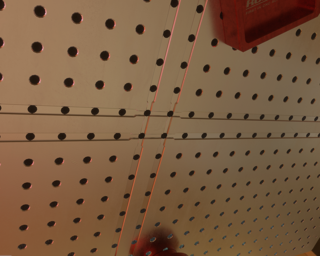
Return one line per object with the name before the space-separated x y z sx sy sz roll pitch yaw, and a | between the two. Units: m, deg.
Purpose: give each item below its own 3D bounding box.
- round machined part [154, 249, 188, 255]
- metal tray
round machined part | 0.012 0.264 0.570 0.099 0.042 0.097 -14 124 -21
metal tray | 0.140 -0.162 0.383 0.131 0.030 0.090 -27 128 -12
